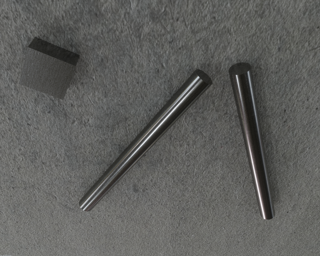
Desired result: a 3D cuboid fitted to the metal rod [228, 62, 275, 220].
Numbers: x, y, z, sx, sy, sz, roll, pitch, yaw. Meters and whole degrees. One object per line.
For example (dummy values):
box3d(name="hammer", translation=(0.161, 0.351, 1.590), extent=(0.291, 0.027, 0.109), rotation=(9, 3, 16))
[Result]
box3d(name="metal rod", translation=(0.138, 0.040, 0.443), extent=(0.025, 0.025, 0.299), rotation=(-15, 129, 12))

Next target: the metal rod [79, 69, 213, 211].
box3d(name="metal rod", translation=(-0.036, 0.034, 0.435), extent=(0.025, 0.025, 0.299), rotation=(28, 124, -22))

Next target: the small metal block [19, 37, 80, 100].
box3d(name="small metal block", translation=(-0.125, -0.066, 0.349), extent=(0.050, 0.025, 0.050), rotation=(20, 127, -17))
